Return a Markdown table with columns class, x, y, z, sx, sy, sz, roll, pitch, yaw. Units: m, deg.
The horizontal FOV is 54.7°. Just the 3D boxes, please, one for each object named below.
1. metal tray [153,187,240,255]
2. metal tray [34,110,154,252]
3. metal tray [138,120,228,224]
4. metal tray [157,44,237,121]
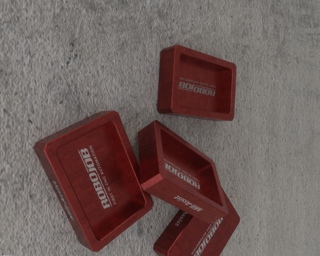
| class | x | y | z | sx | sy | sz | roll | pitch | yaw |
| --- | --- | --- | --- | --- | --- | --- | --- | --- | --- |
| metal tray | 0.059 | 0.152 | 0.451 | 0.131 | 0.030 | 0.090 | -47 | 118 | -30 |
| metal tray | -0.067 | 0.056 | 0.344 | 0.091 | 0.030 | 0.129 | -31 | 110 | -36 |
| metal tray | 0.030 | 0.057 | 0.394 | 0.130 | 0.030 | 0.090 | 35 | 32 | -34 |
| metal tray | 0.058 | -0.060 | 0.448 | 0.131 | 0.030 | 0.089 | 5 | 87 | -40 |
